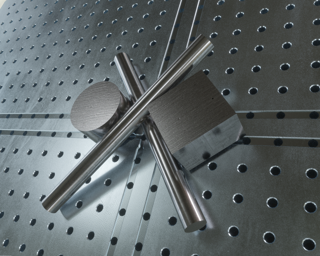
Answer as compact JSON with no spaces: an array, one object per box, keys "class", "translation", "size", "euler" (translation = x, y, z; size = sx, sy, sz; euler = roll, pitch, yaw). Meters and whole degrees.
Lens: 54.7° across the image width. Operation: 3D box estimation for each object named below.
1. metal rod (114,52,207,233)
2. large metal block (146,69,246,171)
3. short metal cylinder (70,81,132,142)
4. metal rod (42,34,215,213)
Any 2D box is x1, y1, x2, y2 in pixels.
[{"class":"metal rod","translation":[-0.013,-0.005,0.412],"size":[0.025,0.025,0.300],"euler":[-31,52,8]},{"class":"large metal block","translation":[0.042,-0.009,0.370],"size":[0.080,0.050,0.080],"euler":[-33,52,6]},{"class":"short metal cylinder","translation":[-0.078,-0.019,0.440],"size":[0.080,0.050,0.080],"euler":[-13,56,21]},{"class":"metal rod","translation":[-0.045,-0.001,0.401],"size":[0.300,0.025,0.025],"euler":[-46,51,7]}]
